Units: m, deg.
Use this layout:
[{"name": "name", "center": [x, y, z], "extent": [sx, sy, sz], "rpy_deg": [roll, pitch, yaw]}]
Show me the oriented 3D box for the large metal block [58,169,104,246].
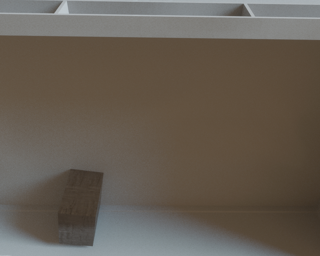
[{"name": "large metal block", "center": [-0.120, 0.122, 0.476], "extent": [0.050, 0.080, 0.079], "rpy_deg": [8, 130, -7]}]
